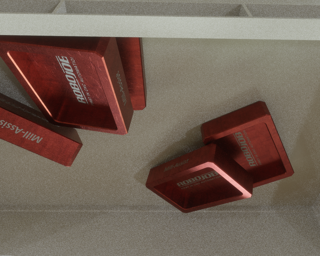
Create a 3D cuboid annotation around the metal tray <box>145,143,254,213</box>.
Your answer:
[{"bbox_3d":[0.054,0.078,0.445,0.090,0.030,0.130,39,135,-24],"label":"metal tray"}]

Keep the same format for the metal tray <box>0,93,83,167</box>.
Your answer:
[{"bbox_3d":[-0.160,-0.005,0.358,0.131,0.090,0.030,29,90,-23],"label":"metal tray"}]

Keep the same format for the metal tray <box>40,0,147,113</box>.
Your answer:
[{"bbox_3d":[-0.064,-0.078,0.339,0.091,0.030,0.129,-2,130,1],"label":"metal tray"}]

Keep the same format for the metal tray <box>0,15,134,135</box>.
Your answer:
[{"bbox_3d":[-0.080,-0.042,0.292,0.090,0.030,0.130,8,152,8],"label":"metal tray"}]

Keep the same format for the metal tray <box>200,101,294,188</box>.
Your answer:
[{"bbox_3d":[0.124,0.032,0.434,0.090,0.030,0.130,-23,127,18],"label":"metal tray"}]
